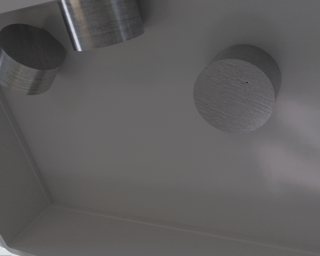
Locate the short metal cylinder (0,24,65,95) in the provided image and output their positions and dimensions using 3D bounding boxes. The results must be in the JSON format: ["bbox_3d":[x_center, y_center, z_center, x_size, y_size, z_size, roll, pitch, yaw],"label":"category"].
[{"bbox_3d":[-0.174,-0.090,0.409,0.080,0.080,0.050,43,129,-2],"label":"short metal cylinder"}]

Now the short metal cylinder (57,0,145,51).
[{"bbox_3d":[-0.061,-0.119,0.332,0.080,0.080,0.050,0,119,28],"label":"short metal cylinder"}]

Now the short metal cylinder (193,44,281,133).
[{"bbox_3d":[0.081,-0.041,0.324,0.080,0.050,0.079,13,124,21],"label":"short metal cylinder"}]
